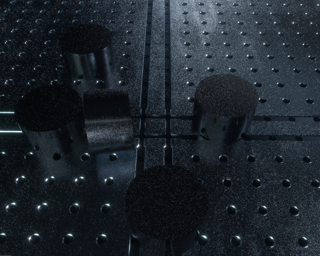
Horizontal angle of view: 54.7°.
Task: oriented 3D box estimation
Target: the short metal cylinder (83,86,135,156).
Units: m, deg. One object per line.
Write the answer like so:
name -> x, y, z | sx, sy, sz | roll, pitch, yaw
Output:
short metal cylinder -> -0.061, -0.009, 0.378 | 0.050, 0.080, 0.080 | -7, 51, -6

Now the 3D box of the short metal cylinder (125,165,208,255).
short metal cylinder -> 0.006, 0.085, 0.320 | 0.081, 0.050, 0.080 | 0, 50, 0

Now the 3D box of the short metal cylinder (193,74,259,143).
short metal cylinder -> 0.086, -0.027, 0.415 | 0.081, 0.050, 0.080 | 0, 50, 0

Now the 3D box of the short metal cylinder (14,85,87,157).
short metal cylinder -> -0.137, -0.010, 0.398 | 0.081, 0.050, 0.080 | 0, 50, 0

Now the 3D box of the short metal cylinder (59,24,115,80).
short metal cylinder -> -0.113, -0.121, 0.492 | 0.081, 0.050, 0.080 | 0, 50, 0
